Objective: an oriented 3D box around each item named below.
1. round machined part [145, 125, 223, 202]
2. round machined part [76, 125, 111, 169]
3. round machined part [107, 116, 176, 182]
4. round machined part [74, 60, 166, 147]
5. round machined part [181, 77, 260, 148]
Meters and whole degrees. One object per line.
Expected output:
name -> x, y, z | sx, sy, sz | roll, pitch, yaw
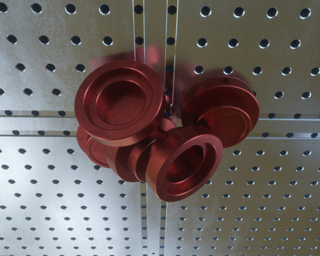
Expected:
round machined part -> 0.024, 0.037, 0.370 | 0.099, 0.042, 0.097 | -23, 134, -25
round machined part -> -0.062, 0.017, 0.414 | 0.099, 0.042, 0.097 | -1, 130, 0
round machined part -> -0.015, 0.030, 0.394 | 0.099, 0.042, 0.097 | -25, 133, -29
round machined part -> -0.041, -0.024, 0.349 | 0.098, 0.098, 0.042 | -10, 155, 7
round machined part -> 0.076, -0.012, 0.391 | 0.099, 0.042, 0.097 | -1, 130, 0
